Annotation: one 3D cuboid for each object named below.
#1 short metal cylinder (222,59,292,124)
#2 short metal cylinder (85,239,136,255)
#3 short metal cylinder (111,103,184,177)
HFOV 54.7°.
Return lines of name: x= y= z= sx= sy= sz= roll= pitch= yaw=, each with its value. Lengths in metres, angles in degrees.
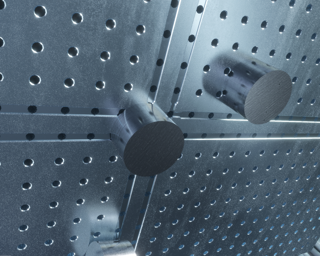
short metal cylinder: x=0.136 y=-0.052 z=0.437 sx=0.081 sy=0.050 sz=0.079 roll=-14 pitch=124 yaw=-21
short metal cylinder: x=-0.075 y=0.211 z=0.465 sx=0.050 sy=0.080 sz=0.079 roll=10 pitch=114 yaw=-33
short metal cylinder: x=-0.016 y=0.015 z=0.395 sx=0.081 sy=0.050 sz=0.079 roll=-14 pitch=124 yaw=-21
